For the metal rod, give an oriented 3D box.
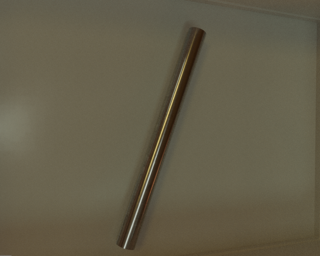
[{"bbox_3d":[0.004,0.008,0.409,0.025,0.025,0.299,21,83,-19],"label":"metal rod"}]
